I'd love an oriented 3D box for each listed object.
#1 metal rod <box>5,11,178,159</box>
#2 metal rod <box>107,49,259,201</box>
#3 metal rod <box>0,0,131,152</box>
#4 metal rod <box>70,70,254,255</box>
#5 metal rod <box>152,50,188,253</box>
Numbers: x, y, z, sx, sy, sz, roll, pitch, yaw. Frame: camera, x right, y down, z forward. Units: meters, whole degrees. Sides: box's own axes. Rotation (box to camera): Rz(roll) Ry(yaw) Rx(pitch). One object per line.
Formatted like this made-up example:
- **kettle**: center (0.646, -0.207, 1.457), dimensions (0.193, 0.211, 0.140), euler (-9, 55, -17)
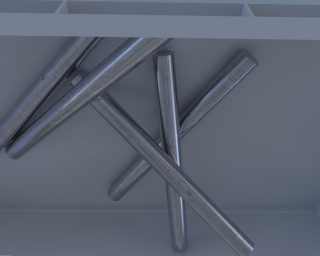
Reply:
- **metal rod**: center (-0.099, -0.028, 0.348), dimensions (0.299, 0.025, 0.025), euler (-30, 125, 36)
- **metal rod**: center (0.013, 0.014, 0.420), dimensions (0.025, 0.025, 0.299), euler (29, 124, -22)
- **metal rod**: center (-0.143, -0.042, 0.371), dimensions (0.025, 0.025, 0.299), euler (37, 121, -27)
- **metal rod**: center (0.008, 0.049, 0.379), dimensions (0.300, 0.025, 0.025), euler (46, 118, -7)
- **metal rod**: center (0.017, 0.050, 0.408), dimensions (0.025, 0.025, 0.298), euler (-4, 117, 3)
